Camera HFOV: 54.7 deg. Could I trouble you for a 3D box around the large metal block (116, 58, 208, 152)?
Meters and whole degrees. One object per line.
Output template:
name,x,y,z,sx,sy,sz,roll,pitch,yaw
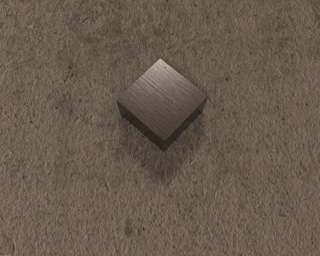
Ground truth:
large metal block,0.003,-0.029,0.406,0.080,0.050,0.080,41,75,13
